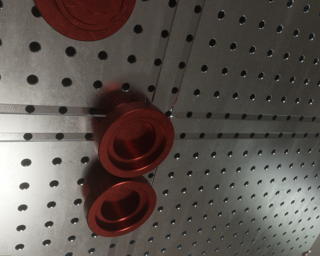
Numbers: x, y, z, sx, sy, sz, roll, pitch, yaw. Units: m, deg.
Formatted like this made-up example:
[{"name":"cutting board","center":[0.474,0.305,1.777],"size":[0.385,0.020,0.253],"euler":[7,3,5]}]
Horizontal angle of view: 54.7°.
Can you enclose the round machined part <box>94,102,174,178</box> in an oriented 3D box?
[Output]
[{"name":"round machined part","center":[-0.035,0.011,0.389],"size":[0.099,0.042,0.097],"euler":[-14,124,-21]}]

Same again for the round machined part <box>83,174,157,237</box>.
[{"name":"round machined part","center":[-0.058,0.101,0.432],"size":[0.099,0.042,0.097],"euler":[-14,125,-21]}]

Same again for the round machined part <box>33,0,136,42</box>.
[{"name":"round machined part","center":[-0.066,-0.128,0.285],"size":[0.099,0.042,0.097],"euler":[-14,125,-21]}]
